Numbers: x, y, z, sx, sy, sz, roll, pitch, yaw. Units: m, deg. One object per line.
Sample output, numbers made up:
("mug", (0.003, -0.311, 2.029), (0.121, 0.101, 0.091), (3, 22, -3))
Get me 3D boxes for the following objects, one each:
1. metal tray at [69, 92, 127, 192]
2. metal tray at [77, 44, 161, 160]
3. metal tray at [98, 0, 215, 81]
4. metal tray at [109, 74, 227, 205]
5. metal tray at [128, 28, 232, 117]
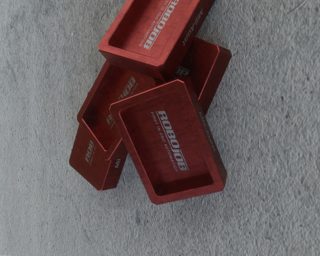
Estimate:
("metal tray", (-0.088, 0.018, 0.472), (0.090, 0.030, 0.129), (31, 109, 35))
("metal tray", (-0.052, -0.033, 0.405), (0.090, 0.030, 0.129), (49, 118, 28))
("metal tray", (-0.001, -0.125, 0.358), (0.090, 0.030, 0.130), (22, 76, 27))
("metal tray", (0.011, 0.016, 0.348), (0.090, 0.030, 0.129), (-18, 103, 22))
("metal tray", (0.014, -0.076, 0.390), (0.130, 0.030, 0.089), (34, 110, 34))
